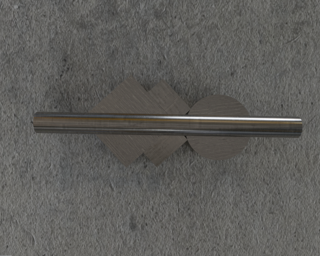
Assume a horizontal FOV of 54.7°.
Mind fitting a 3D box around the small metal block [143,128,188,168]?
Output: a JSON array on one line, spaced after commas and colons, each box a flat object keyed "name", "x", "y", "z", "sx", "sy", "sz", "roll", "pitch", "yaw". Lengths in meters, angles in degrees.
[{"name": "small metal block", "x": 0.006, "y": 0.022, "z": 0.400, "sx": 0.050, "sy": 0.050, "sz": 0.025, "roll": -42, "pitch": 91, "yaw": 0}]

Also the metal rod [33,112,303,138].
[{"name": "metal rod", "x": 0.009, "y": -0.004, "z": 0.359, "sx": 0.302, "sy": 0.025, "sz": 0.025, "roll": 1, "pitch": 90, "yaw": -1}]

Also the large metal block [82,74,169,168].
[{"name": "large metal block", "x": -0.038, "y": -0.008, "z": 0.397, "sx": 0.080, "sy": 0.050, "sz": 0.080, "roll": -42, "pitch": 90, "yaw": 0}]

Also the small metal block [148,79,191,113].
[{"name": "small metal block", "x": 0.011, "y": -0.033, "z": 0.399, "sx": 0.025, "sy": 0.050, "sz": 0.050, "roll": -43, "pitch": 91, "yaw": 0}]

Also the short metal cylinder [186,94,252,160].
[{"name": "short metal cylinder", "x": 0.070, "y": -0.001, "z": 0.398, "sx": 0.081, "sy": 0.050, "sz": 0.080, "roll": 0, "pitch": 90, "yaw": 0}]
